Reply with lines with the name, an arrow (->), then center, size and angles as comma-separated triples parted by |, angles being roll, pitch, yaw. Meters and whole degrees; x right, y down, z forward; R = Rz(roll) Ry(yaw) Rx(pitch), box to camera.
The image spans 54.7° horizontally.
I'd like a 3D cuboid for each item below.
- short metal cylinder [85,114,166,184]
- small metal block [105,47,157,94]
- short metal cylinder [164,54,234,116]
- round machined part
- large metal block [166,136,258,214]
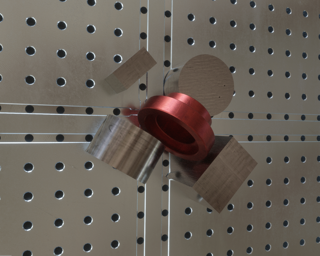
short metal cylinder -> -0.040, 0.026, 0.369 | 0.080, 0.080, 0.050 | 33, 79, -18
small metal block -> -0.037, -0.071, 0.386 | 0.050, 0.050, 0.025 | -44, 104, -15
short metal cylinder -> 0.052, -0.055, 0.419 | 0.081, 0.050, 0.079 | 0, 90, -21
round machined part -> 0.024, -0.006, 0.384 | 0.098, 0.098, 0.042 | 43, 64, -16
large metal block -> 0.066, 0.056, 0.410 | 0.050, 0.080, 0.080 | 45, 76, -15
